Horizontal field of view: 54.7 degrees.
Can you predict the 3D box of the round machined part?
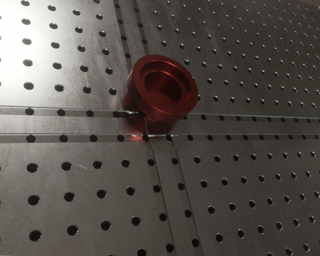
[{"bbox_3d":[0.000,-0.050,0.430,0.099,0.042,0.098,14,56,-21],"label":"round machined part"}]
